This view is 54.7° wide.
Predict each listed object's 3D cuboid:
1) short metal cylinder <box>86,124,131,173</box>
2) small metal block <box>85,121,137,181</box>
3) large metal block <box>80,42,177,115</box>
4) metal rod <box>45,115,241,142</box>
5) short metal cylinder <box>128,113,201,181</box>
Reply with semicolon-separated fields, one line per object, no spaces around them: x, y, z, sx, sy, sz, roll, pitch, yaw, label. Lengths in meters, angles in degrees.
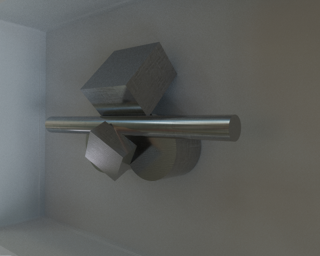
-0.059;0.021;0.435;0.080;0.050;0.079;0;90;39;short metal cylinder
-0.060;0.028;0.373;0.050;0.025;0.050;37;136;13;small metal block
-0.038;-0.059;0.391;0.080;0.050;0.080;1;48;39;large metal block
-0.048;-0.003;0.377;0.300;0.025;0.025;1;91;39;metal rod
0.003;0.022;0.385;0.080;0.050;0.079;0;90;39;short metal cylinder
